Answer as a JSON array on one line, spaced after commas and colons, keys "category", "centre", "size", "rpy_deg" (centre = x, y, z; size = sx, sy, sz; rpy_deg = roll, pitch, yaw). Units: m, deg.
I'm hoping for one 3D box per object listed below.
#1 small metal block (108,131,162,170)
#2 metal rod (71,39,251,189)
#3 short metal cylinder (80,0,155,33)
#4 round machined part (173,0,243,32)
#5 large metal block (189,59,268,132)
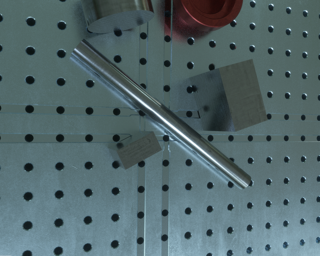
[{"category": "small metal block", "centre": [-0.033, 0.026, 0.388], "size": [0.050, 0.050, 0.025], "rpy_deg": [-28, 100, -18]}, {"category": "metal rod", "centre": [0.013, -0.009, 0.418], "size": [0.301, 0.025, 0.025], "rpy_deg": [38, 78, -16]}, {"category": "short metal cylinder", "centre": [-0.051, -0.149, 0.365], "size": [0.081, 0.080, 0.050], "rpy_deg": [-15, 96, -20]}, {"category": "round machined part", "centre": [0.061, -0.182, 0.427], "size": [0.099, 0.042, 0.097], "rpy_deg": [0, 90, -21]}, {"category": "large metal block", "centre": [0.090, -0.041, 0.418], "size": [0.050, 0.080, 0.080], "rpy_deg": [-18, 97, -19]}]
